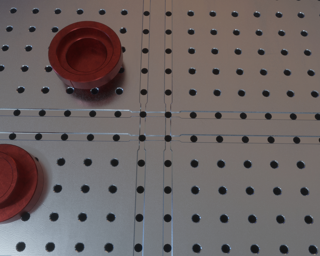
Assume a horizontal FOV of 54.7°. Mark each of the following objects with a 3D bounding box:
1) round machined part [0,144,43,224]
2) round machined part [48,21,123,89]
[{"bbox_3d":[-0.199,0.065,0.376,0.099,0.042,0.098,0,70,-1],"label":"round machined part"},{"bbox_3d":[-0.101,-0.098,0.437,0.099,0.042,0.098,0,70,-1],"label":"round machined part"}]
